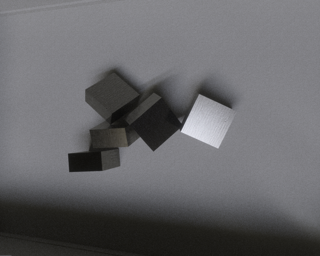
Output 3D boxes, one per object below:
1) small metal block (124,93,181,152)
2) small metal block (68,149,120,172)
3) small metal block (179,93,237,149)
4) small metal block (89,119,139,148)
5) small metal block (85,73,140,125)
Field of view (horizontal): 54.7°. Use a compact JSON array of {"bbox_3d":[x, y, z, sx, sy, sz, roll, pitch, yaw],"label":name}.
[{"bbox_3d":[-0.008,-0.007,0.391,0.050,0.025,0.050,-42,120,-5],"label":"small metal block"},{"bbox_3d":[-0.090,0.044,0.428,0.050,0.050,0.025,-5,89,19],"label":"small metal block"},{"bbox_3d":[0.058,-0.010,0.380,0.050,0.025,0.050,24,99,-6],"label":"small metal block"},{"bbox_3d":[-0.057,0.006,0.414,0.050,0.050,0.025,-3,105,20],"label":"small metal block"},{"bbox_3d":[-0.064,-0.040,0.417,0.050,0.050,0.025,42,147,15],"label":"small metal block"}]
